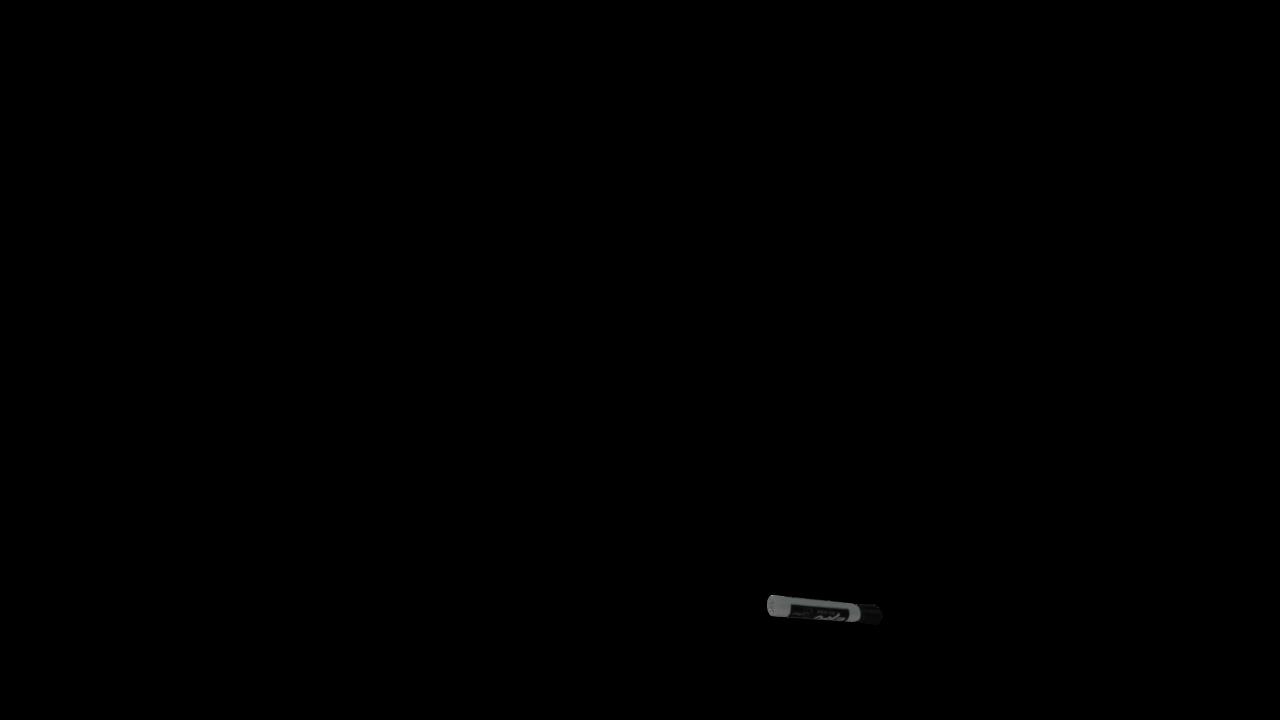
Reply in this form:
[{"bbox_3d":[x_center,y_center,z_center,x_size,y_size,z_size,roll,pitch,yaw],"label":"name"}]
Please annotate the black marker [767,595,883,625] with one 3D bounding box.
[{"bbox_3d":[0.180,0.241,0.592,0.121,0.020,0.020,11,-3,-15],"label":"black marker"}]
